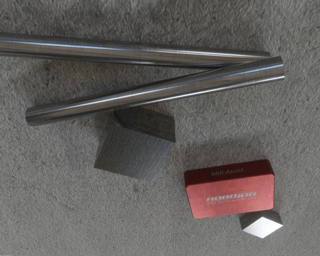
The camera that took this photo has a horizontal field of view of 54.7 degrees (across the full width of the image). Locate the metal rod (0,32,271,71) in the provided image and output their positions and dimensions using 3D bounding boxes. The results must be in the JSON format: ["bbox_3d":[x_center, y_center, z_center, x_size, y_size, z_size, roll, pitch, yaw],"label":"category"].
[{"bbox_3d":[-0.032,-0.081,0.337,0.302,0.025,0.025,3,130,-4],"label":"metal rod"}]

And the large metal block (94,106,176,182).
[{"bbox_3d":[-0.033,0.019,0.406,0.081,0.050,0.079,17,128,-15],"label":"large metal block"}]

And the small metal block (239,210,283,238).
[{"bbox_3d":[0.180,0.168,0.553,0.050,0.025,0.050,26,125,-21],"label":"small metal block"}]

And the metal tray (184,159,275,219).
[{"bbox_3d":[0.110,0.099,0.490,0.131,0.030,0.090,-9,130,7],"label":"metal tray"}]

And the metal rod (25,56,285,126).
[{"bbox_3d":[-0.019,-0.038,0.355,0.301,0.025,0.025,-9,130,15],"label":"metal rod"}]
